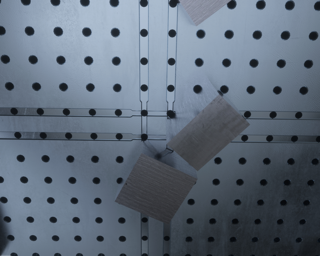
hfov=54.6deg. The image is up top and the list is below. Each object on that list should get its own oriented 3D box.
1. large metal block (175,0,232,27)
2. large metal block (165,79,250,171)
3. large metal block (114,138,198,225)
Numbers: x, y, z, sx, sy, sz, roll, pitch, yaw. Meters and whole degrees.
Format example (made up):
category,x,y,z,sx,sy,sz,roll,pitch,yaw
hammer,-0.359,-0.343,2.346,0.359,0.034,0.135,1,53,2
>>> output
category,x,y,z,sx,sy,sz,roll,pitch,yaw
large metal block,0.048,-0.170,0.338,0.080,0.050,0.080,-35,107,12
large metal block,0.053,-0.007,0.382,0.050,0.080,0.080,42,105,-14
large metal block,-0.006,0.073,0.427,0.080,0.050,0.080,26,108,-9
